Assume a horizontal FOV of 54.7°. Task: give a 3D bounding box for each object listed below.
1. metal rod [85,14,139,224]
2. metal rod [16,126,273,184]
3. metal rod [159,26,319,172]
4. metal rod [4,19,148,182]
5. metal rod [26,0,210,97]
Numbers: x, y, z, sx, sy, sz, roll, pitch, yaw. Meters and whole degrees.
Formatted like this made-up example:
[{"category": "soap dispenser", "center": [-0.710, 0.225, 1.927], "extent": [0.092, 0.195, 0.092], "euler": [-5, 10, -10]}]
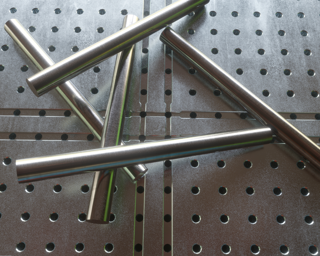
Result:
[{"category": "metal rod", "center": [-0.055, -0.031, 0.401], "extent": [0.025, 0.025, 0.299], "euler": [5, 62, 1]}, {"category": "metal rod", "center": [0.000, 0.026, 0.359], "extent": [0.303, 0.025, 0.025], "euler": [-7, 70, -20]}, {"category": "metal rod", "center": [0.116, -0.043, 0.428], "extent": [0.300, 0.025, 0.025], "euler": [42, 75, 13]}, {"category": "metal rod", "center": [-0.123, -0.047, 0.427], "extent": [0.025, 0.025, 0.300], "euler": [-39, 75, -13]}, {"category": "metal rod", "center": [-0.039, -0.127, 0.424], "extent": [0.302, 0.025, 0.025], "euler": [-37, 74, -26]}]
